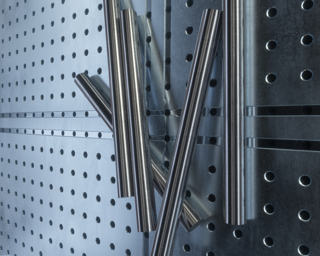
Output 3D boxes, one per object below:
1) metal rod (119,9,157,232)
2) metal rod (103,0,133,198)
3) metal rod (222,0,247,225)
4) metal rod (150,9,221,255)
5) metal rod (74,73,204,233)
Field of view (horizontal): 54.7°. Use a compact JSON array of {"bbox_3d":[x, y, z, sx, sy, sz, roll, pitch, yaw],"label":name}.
[{"bbox_3d":[-0.030,-0.020,0.410,0.025,0.025,0.299,-17,72,38],"label":"metal rod"},{"bbox_3d":[-0.058,-0.055,0.433,0.025,0.025,0.299,-17,73,38],"label":"metal rod"},{"bbox_3d":[0.082,-0.047,0.340,0.025,0.025,0.298,0,90,39],"label":"metal rod"},{"bbox_3d":[0.031,0.013,0.361,0.025,0.025,0.298,13,92,39],"label":"metal rod"},{"bbox_3d":[-0.044,0.018,0.443,0.300,0.025,0.025,49,119,28],"label":"metal rod"}]
